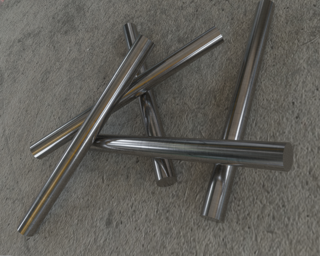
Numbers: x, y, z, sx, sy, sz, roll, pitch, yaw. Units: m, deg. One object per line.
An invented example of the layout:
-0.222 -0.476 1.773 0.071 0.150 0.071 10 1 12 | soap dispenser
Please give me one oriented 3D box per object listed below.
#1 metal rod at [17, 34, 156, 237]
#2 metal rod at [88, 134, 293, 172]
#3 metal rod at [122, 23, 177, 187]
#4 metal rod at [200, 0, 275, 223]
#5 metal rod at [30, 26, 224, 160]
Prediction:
-0.098 0.013 0.404 0.025 0.025 0.299 37 96 38 | metal rod
-0.006 0.022 0.357 0.300 0.025 0.025 1 62 41 | metal rod
-0.022 -0.054 0.449 0.025 0.025 0.299 -24 53 13 | metal rod
0.100 -0.037 0.374 0.025 0.025 0.300 6 64 31 | metal rod
-0.050 -0.044 0.423 0.300 0.025 0.025 -32 52 7 | metal rod
